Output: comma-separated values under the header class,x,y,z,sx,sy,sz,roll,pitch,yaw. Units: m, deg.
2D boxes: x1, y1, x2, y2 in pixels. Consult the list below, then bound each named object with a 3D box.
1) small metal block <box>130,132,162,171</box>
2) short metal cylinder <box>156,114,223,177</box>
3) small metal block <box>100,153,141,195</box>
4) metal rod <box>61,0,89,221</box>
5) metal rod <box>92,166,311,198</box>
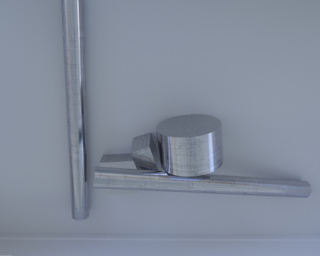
class,x,y,z,sx,sy,sz,roll,pitch,yaw
small metal block,-0.017,0.040,0.413,0.025,0.050,0.050,-18,109,6
short metal cylinder,0.038,0.019,0.390,0.080,0.080,0.050,-6,110,2
small metal block,-0.054,0.064,0.434,0.050,0.025,0.050,-4,110,1
metal rod,-0.109,-0.011,0.405,0.025,0.025,0.298,3,110,-2
metal rod,0.066,0.073,0.402,0.302,0.025,0.025,6,111,-18
